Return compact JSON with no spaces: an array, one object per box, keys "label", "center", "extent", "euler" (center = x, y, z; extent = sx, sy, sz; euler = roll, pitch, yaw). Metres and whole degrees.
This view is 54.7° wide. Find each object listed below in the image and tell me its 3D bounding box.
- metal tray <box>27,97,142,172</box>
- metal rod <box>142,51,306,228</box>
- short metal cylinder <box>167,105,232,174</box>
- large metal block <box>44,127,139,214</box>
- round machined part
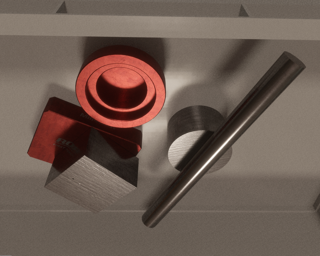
[{"label":"metal tray","center":[-0.101,0.021,0.422],"extent":[0.131,0.030,0.089],"euler":[22,127,-19]},{"label":"metal rod","center":[0.056,0.036,0.375],"extent":[0.025,0.025,0.298],"euler":[22,126,-18]},{"label":"short metal cylinder","center":[0.050,0.017,0.408],"extent":[0.081,0.050,0.079],"euler":[0,130,0]},{"label":"large metal block","center":[-0.085,0.057,0.400],"extent":[0.080,0.050,0.080],"euler":[-36,122,26]},{"label":"round machined part","center":[-0.043,-0.050,0.355],"extent":[0.099,0.042,0.097],"euler":[-1,130,0]}]
